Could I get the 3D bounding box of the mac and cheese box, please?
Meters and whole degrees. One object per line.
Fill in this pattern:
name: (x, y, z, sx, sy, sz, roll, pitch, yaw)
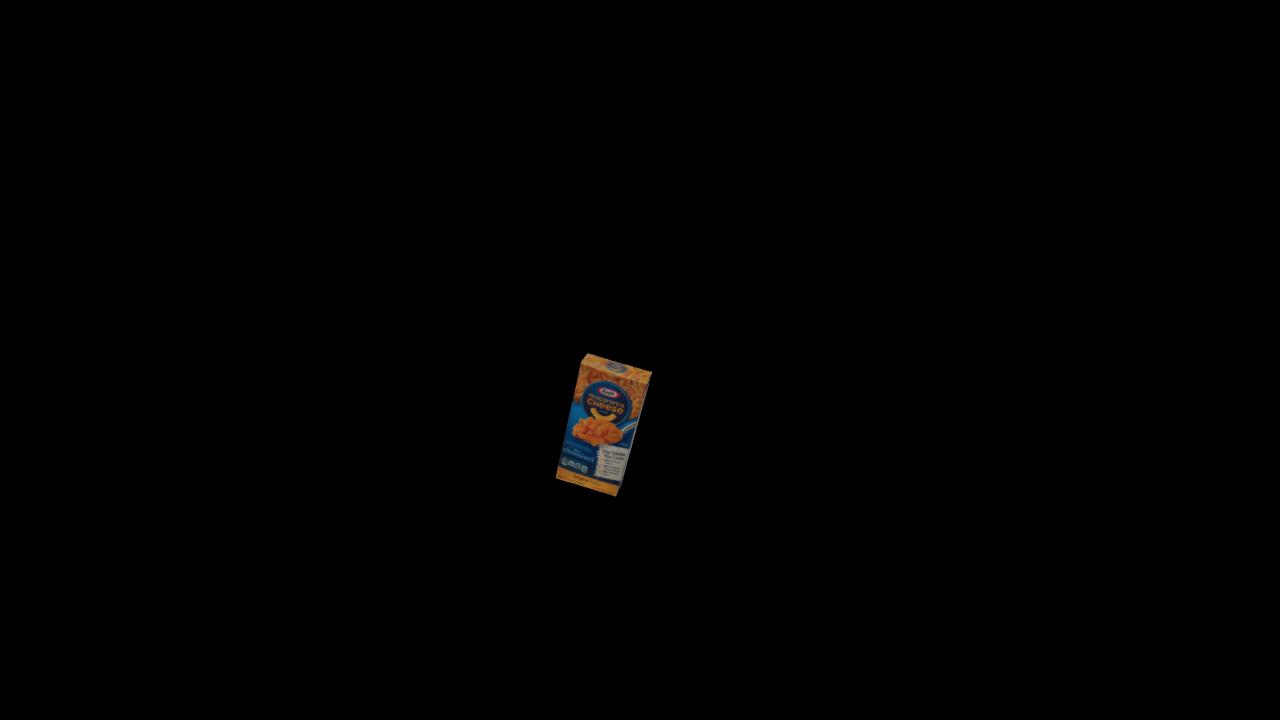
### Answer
mac and cheese box: (-0.051, 0.090, 0.828, 0.093, 0.184, 0.041, 17, 25, 6)
